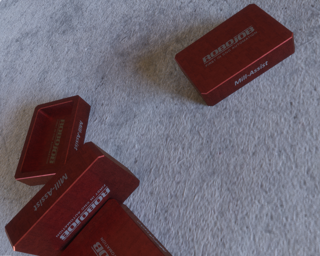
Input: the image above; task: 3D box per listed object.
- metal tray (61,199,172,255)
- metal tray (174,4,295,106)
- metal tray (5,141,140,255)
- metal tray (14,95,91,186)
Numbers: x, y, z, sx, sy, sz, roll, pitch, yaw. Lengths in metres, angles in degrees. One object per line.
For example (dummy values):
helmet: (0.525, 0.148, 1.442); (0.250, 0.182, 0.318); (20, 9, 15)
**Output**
metal tray: (-0.039, 0.150, 0.328); (0.090, 0.030, 0.130); (-49, 52, -7)
metal tray: (0.095, -0.098, 0.410); (0.130, 0.030, 0.090); (-34, 52, 5)
metal tray: (-0.094, 0.087, 0.356); (0.130, 0.090, 0.030); (-47, 51, -5)
metal tray: (-0.160, 0.018, 0.471); (0.090, 0.030, 0.130); (-10, 57, 22)
